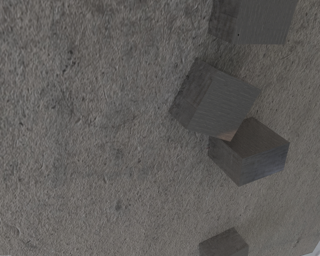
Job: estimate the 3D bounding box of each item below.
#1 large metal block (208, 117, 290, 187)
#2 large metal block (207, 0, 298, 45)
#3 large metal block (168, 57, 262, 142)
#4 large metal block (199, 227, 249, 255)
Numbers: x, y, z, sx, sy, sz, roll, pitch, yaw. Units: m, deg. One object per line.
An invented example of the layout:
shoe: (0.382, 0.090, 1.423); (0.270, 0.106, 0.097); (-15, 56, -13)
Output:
large metal block: (0.128, 0.032, 0.461); (0.081, 0.080, 0.050); (-15, 125, -20)
large metal block: (0.110, -0.144, 0.361); (0.081, 0.050, 0.079); (-7, 122, -25)
large metal block: (0.071, -0.036, 0.407); (0.081, 0.050, 0.080); (15, 111, -35)
large metal block: (0.127, 0.258, 0.619); (0.081, 0.050, 0.079); (-19, 126, -17)
